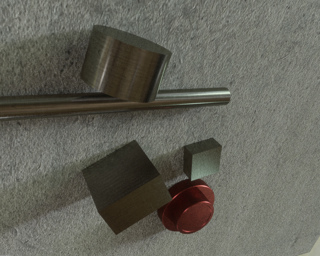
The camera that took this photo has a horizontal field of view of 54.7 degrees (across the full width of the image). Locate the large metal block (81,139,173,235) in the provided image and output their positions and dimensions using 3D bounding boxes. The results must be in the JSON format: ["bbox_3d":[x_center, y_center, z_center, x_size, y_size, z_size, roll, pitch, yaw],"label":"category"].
[{"bbox_3d":[-0.043,0.072,0.394,0.080,0.080,0.050,-30,129,-9],"label":"large metal block"}]

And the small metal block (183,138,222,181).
[{"bbox_3d":[0.064,0.048,0.474,0.050,0.025,0.050,-14,125,-21],"label":"small metal block"}]

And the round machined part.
[{"bbox_3d":[0.049,0.134,0.508,0.099,0.042,0.097,-14,125,-21],"label":"round machined part"}]

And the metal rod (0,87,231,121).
[{"bbox_3d":[-0.045,-0.031,0.364,0.303,0.025,0.025,-6,121,-26],"label":"metal rod"}]

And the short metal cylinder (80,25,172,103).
[{"bbox_3d":[-0.034,-0.065,0.313,0.081,0.080,0.050,8,115,-32],"label":"short metal cylinder"}]
